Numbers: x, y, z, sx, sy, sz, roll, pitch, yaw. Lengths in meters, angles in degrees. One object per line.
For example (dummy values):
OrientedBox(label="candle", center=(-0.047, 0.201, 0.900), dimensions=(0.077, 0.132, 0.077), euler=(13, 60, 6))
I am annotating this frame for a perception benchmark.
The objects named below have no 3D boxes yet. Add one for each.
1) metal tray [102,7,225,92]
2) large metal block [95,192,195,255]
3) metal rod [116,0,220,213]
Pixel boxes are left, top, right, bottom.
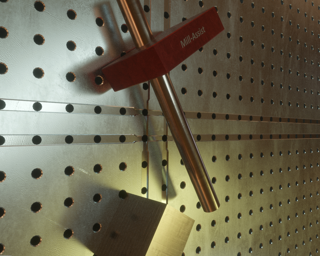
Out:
OrientedBox(label="metal tray", center=(0.006, -0.093, 0.364), dimensions=(0.131, 0.090, 0.030), euler=(-43, 112, -37))
OrientedBox(label="large metal block", center=(-0.018, 0.128, 0.361), dimensions=(0.050, 0.080, 0.080), euler=(39, 66, -34))
OrientedBox(label="metal rod", center=(0.016, -0.023, 0.393), dimensions=(0.025, 0.025, 0.299), euler=(-34, 108, -35))
